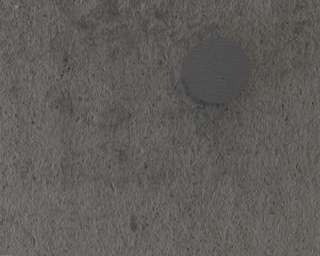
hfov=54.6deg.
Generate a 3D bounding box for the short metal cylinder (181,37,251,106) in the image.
[{"bbox_3d":[0.069,-0.070,0.398,0.080,0.050,0.080,0,90,0],"label":"short metal cylinder"}]
